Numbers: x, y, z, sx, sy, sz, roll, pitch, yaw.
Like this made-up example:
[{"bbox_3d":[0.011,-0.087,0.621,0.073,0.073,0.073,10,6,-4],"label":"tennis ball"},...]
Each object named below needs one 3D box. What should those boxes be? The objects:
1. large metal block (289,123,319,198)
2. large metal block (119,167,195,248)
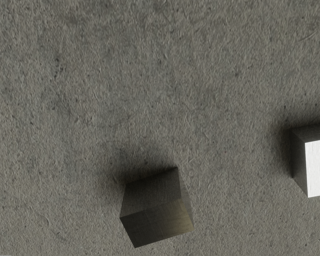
[{"bbox_3d":[0.225,0.038,0.413,0.080,0.050,0.079,-11,110,4],"label":"large metal block"},{"bbox_3d":[-0.003,0.104,0.419,0.080,0.080,0.050,-19,109,7],"label":"large metal block"}]
